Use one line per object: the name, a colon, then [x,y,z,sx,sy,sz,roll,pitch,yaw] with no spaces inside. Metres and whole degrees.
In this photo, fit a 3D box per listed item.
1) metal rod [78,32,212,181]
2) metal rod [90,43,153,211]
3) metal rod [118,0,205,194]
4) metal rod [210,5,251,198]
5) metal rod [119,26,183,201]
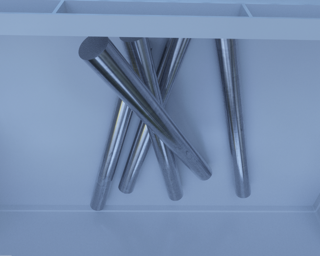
metal rod: [0.009,0.004,0.347,0.025,0.025,0.300,-19,148,15]
metal rod: [-0.062,0.018,0.423,0.025,0.025,0.298,12,129,-11]
metal rod: [-0.011,-0.016,0.395,0.025,0.025,0.298,13,129,-11]
metal rod: [0.098,-0.007,0.404,0.025,0.025,0.299,-11,130,9]
metal rod: [0.001,0.011,0.389,0.025,0.025,0.299,-8,139,6]
